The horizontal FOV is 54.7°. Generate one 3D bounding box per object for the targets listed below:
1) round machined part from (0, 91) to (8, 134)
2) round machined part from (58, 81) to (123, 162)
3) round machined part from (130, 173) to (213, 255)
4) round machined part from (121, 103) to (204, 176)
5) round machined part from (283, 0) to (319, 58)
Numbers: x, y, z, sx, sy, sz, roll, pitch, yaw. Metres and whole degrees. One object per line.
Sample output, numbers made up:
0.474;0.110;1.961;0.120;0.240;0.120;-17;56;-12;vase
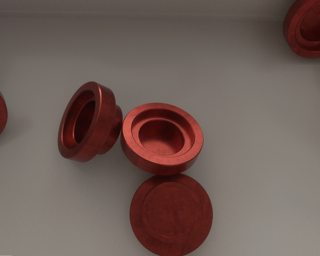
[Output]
-0.247;-0.024;0.387;0.098;0.098;0.042;-33;38;-11;round machined part
-0.083;-0.005;0.383;0.042;0.098;0.098;23;65;-38;round machined part
0.014;0.100;0.364;0.099;0.042;0.098;0;70;-1;round machined part
0.000;0.018;0.382;0.099;0.042;0.098;7;48;-8;round machined part
0.223;-0.152;0.436;0.099;0.097;0.042;-1;42;-1;round machined part
